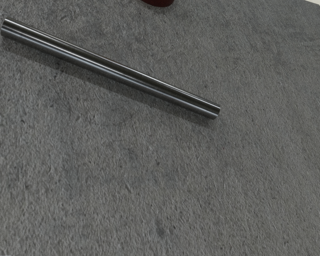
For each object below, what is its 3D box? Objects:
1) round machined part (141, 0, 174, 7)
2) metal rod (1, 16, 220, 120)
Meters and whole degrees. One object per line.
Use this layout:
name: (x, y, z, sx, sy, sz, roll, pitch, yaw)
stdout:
round machined part: (-0.009, -0.267, 0.551, 0.099, 0.042, 0.098, 14, 56, -21)
metal rod: (-0.053, -0.074, 0.420, 0.302, 0.025, 0.025, 20, 54, -16)
